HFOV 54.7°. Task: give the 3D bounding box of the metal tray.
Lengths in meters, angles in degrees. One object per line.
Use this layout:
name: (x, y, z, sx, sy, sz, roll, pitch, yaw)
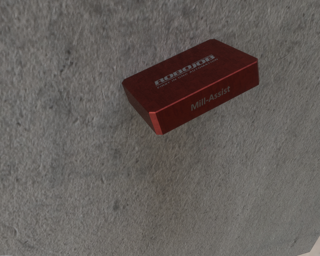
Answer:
metal tray: (0.033, -0.052, 0.351, 0.131, 0.090, 0.030, -27, 128, -12)
